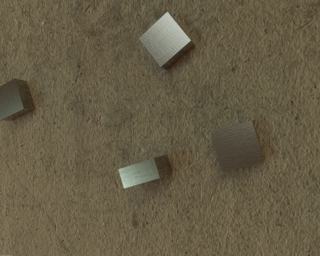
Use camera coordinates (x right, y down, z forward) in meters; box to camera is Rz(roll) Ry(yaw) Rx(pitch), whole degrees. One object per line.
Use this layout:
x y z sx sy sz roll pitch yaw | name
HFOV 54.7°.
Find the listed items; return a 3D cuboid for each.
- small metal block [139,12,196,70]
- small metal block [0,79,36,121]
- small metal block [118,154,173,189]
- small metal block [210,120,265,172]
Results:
0.009 -0.113 0.406 0.050 0.025 0.050 -39 78 15 | small metal block
-0.232 -0.044 0.491 0.050 0.025 0.050 -22 83 18 | small metal block
-0.017 0.056 0.402 0.050 0.050 0.025 -19 84 19 | small metal block
0.095 0.022 0.376 0.050 0.025 0.050 -17 84 19 | small metal block
